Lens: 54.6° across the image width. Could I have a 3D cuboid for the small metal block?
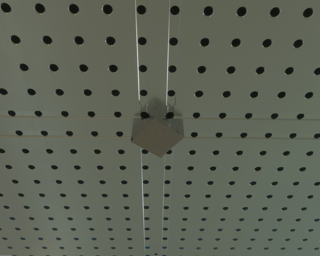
[{"bbox_3d":[-0.003,0.007,0.417,0.050,0.025,0.050,31,124,-24],"label":"small metal block"}]
